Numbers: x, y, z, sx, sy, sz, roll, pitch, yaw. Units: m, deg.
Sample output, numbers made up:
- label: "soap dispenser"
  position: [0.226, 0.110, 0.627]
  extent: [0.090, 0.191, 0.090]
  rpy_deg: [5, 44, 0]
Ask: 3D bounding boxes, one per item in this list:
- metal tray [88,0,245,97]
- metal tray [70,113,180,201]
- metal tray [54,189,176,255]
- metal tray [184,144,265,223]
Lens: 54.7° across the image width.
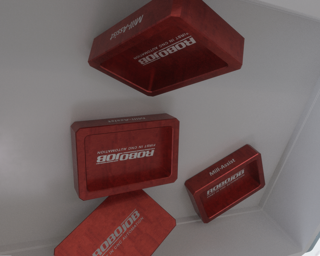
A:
- label: "metal tray"
  position: [0.002, -0.074, 0.302]
  extent: [0.090, 0.130, 0.030]
  rpy_deg: [24, 66, -38]
- label: "metal tray"
  position: [-0.041, 0.033, 0.390]
  extent: [0.131, 0.030, 0.089]
  rpy_deg: [-7, 108, -25]
- label: "metal tray"
  position: [-0.054, 0.141, 0.394]
  extent: [0.131, 0.090, 0.030]
  rpy_deg: [-43, 167, -29]
- label: "metal tray"
  position: [0.113, 0.096, 0.525]
  extent: [0.131, 0.030, 0.090]
  rpy_deg: [-29, 128, -10]
